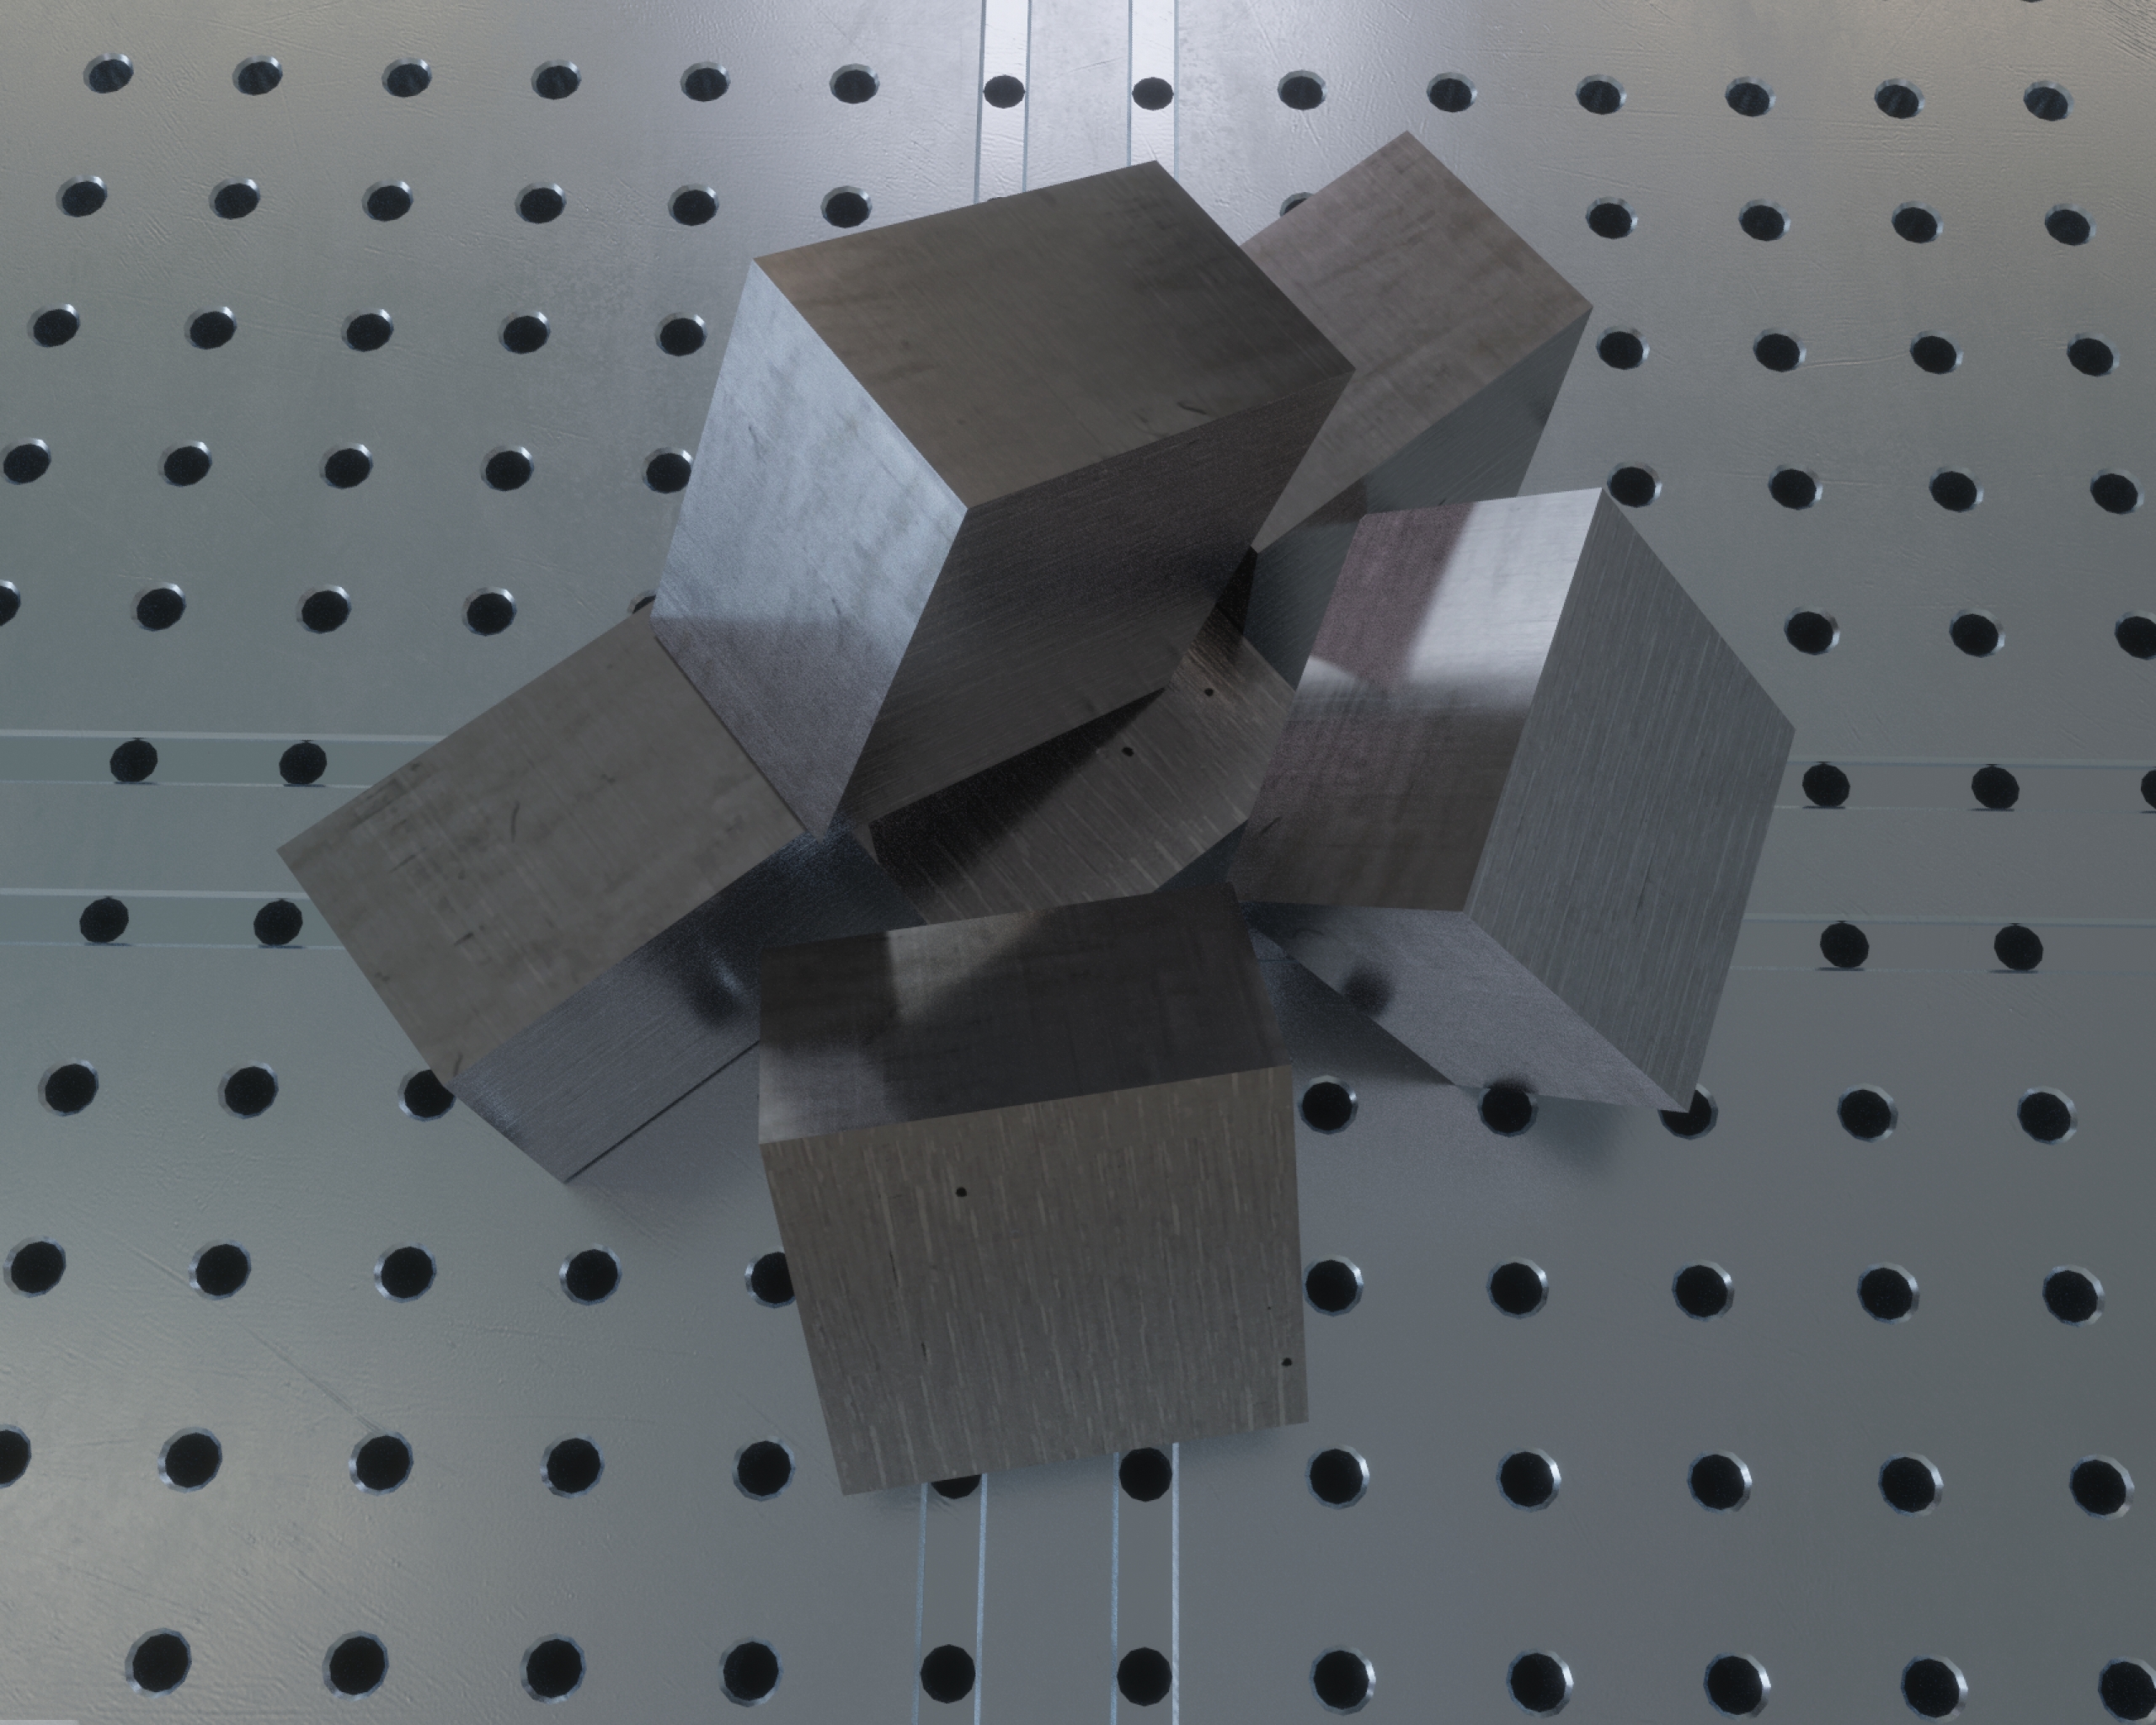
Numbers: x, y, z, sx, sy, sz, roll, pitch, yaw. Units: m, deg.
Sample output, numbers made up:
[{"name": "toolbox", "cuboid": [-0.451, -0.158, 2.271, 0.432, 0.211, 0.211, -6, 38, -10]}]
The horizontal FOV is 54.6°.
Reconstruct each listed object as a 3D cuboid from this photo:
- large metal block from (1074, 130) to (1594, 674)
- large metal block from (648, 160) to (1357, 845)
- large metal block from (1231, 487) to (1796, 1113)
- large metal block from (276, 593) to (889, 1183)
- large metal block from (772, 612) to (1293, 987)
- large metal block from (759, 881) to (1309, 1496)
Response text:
[{"name": "large metal block", "cuboid": [0.046, -0.082, 0.413, 0.080, 0.080, 0.050, -37, 75, -13]}, {"name": "large metal block", "cuboid": [-0.014, -0.058, 0.337, 0.081, 0.080, 0.050, -27, 70, -36]}, {"name": "large metal block", "cuboid": [0.081, -0.010, 0.379, 0.050, 0.080, 0.080, 2, 63, 45]}, {"name": "large metal block", "cuboid": [-0.083, 0.007, 0.378, 0.080, 0.080, 0.050, -36, 74, -12]}, {"name": "large metal block", "cuboid": [-0.008, -0.019, 0.407, 0.080, 0.050, 0.080, -37, 74, -13]}, {"name": "large metal block", "cuboid": [-0.007, 0.055, 0.355, 0.080, 0.080, 0.050, -8, 34, -3]}]
